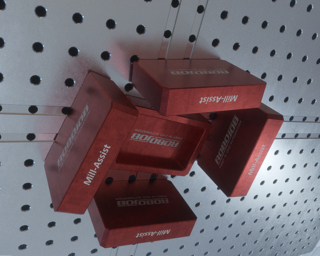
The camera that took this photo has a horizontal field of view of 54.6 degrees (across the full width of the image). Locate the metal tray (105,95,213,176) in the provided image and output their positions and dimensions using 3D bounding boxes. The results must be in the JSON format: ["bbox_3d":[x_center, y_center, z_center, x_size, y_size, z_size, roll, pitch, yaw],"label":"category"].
[{"bbox_3d":[-0.002,0.015,0.414,0.131,0.030,0.089,12,112,-34],"label":"metal tray"}]

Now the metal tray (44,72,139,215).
[{"bbox_3d":[-0.080,0.015,0.334,0.030,0.090,0.129,20,108,-35],"label":"metal tray"}]

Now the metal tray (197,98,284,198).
[{"bbox_3d":[0.107,0.021,0.439,0.030,0.090,0.129,4,116,-31],"label":"metal tray"}]

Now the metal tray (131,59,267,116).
[{"bbox_3d":[0.043,-0.051,0.360,0.131,0.090,0.030,-6,121,-25],"label":"metal tray"}]

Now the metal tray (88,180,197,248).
[{"bbox_3d":[-0.027,0.111,0.423,0.131,0.090,0.030,4,117,-30],"label":"metal tray"}]
